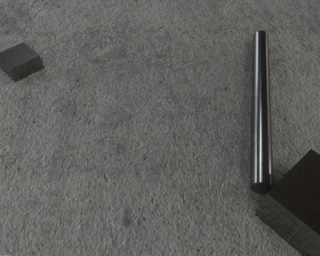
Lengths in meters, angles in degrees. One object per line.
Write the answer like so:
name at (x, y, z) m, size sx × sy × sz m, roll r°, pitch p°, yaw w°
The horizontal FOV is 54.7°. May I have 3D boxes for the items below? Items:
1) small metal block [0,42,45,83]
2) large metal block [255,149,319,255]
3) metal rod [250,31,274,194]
small metal block at (-0.222, -0.105, 0.489) m, size 0.050 × 0.025 × 0.050 m, roll -37°, pitch 59°, yaw -27°
large metal block at (0.161, 0.082, 0.319) m, size 0.080 × 0.050 × 0.080 m, roll -34°, pitch 58°, yaw -25°
metal rod at (0.144, -0.045, 0.441) m, size 0.025 × 0.025 × 0.300 m, roll 9°, pitch 50°, yaw 7°
